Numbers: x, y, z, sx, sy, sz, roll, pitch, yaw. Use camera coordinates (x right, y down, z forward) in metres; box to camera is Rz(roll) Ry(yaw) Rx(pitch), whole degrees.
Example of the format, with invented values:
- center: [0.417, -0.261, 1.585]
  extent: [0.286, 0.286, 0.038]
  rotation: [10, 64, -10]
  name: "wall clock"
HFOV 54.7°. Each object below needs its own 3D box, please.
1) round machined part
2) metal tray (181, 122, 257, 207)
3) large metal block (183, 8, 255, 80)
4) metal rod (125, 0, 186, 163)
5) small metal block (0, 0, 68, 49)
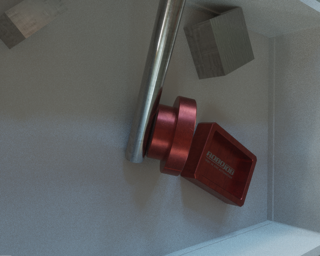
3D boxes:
- center: [0.011, 0.007, 0.382]
  extent: [0.042, 0.098, 0.098]
  rotation: [13, 80, -4]
  name: "round machined part"
- center: [0.097, 0.059, 0.487]
  extent: [0.130, 0.030, 0.090]
  rotation: [35, 68, -35]
  name: "metal tray"
- center: [0.091, -0.127, 0.469]
  extent: [0.081, 0.050, 0.080]
  rotation: [-32, 110, -36]
  name: "large metal block"
- center: [0.004, -0.093, 0.320]
  extent: [0.025, 0.025, 0.298]
  rotation: [-9, 125, -40]
  name: "metal rod"
- center: [-0.122, -0.102, 0.289]
  extent: [0.050, 0.050, 0.025]
  rotation: [-50, 120, -29]
  name: "small metal block"
